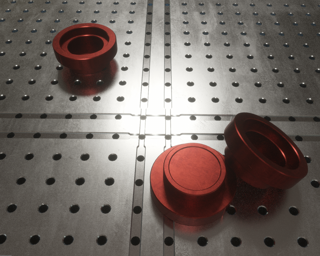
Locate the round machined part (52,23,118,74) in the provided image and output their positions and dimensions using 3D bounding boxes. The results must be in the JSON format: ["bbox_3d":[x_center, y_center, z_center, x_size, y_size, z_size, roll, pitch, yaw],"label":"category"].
[{"bbox_3d":[-0.118,-0.124,0.499,0.099,0.042,0.098,0,50,0],"label":"round machined part"}]

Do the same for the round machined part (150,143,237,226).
[{"bbox_3d":[0.038,0.056,0.350,0.099,0.042,0.098,0,50,0],"label":"round machined part"}]

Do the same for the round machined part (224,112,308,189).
[{"bbox_3d":[0.114,0.030,0.355,0.099,0.042,0.098,23,35,-17],"label":"round machined part"}]
